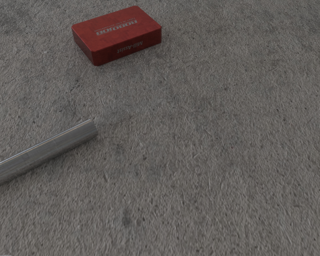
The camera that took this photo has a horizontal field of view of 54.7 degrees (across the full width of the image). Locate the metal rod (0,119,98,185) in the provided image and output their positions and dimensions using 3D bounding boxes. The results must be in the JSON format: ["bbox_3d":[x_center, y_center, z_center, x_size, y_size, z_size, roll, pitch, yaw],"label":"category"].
[{"bbox_3d":[-0.209,0.066,0.346,0.302,0.025,0.025,-29,56,-22],"label":"metal rod"}]

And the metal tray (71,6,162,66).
[{"bbox_3d":[-0.074,-0.163,0.536,0.131,0.030,0.090,-26,55,-21],"label":"metal tray"}]
